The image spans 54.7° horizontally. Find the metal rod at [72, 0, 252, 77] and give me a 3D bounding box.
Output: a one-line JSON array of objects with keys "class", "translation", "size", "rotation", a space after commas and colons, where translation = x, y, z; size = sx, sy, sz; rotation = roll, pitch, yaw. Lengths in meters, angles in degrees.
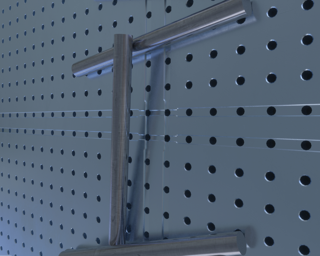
[{"class": "metal rod", "translation": [-0.022, -0.115, 0.425], "size": [0.300, 0.025, 0.025], "rotation": [-9, 85, 39]}]

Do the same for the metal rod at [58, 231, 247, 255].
[{"class": "metal rod", "translation": [-0.032, 0.167, 0.414], "size": [0.300, 0.025, 0.025], "rotation": [-19, 78, 32]}]

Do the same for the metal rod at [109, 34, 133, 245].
[{"class": "metal rod", "translation": [-0.056, 0.023, 0.435], "size": [0.025, 0.025, 0.298], "rotation": [11, 102, 39]}]

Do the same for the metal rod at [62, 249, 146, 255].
[{"class": "metal rod", "translation": [-0.045, 0.195, 0.444], "size": [0.300, 0.025, 0.025], "rotation": [-14, 81, 38]}]
